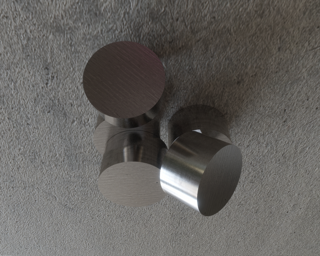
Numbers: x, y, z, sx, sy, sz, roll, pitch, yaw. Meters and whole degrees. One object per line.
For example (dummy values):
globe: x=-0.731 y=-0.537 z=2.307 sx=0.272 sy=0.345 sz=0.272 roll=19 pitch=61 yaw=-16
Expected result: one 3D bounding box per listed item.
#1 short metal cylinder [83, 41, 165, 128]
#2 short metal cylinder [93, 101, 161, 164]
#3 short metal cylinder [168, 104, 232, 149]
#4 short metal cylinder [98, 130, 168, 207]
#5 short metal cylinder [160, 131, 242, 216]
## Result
short metal cylinder: x=-0.035 y=-0.043 z=0.327 sx=0.081 sy=0.080 sz=0.050 roll=0 pitch=169 yaw=-1
short metal cylinder: x=-0.040 y=0.000 z=0.391 sx=0.081 sy=0.050 sz=0.079 roll=0 pitch=130 yaw=0
short metal cylinder: x=0.051 y=0.016 z=0.406 sx=0.081 sy=0.050 sz=0.079 roll=0 pitch=130 yaw=0
short metal cylinder: x=-0.029 y=0.049 z=0.367 sx=0.081 sy=0.050 sz=0.079 roll=0 pitch=130 yaw=0
short metal cylinder: x=0.046 y=0.048 z=0.339 sx=0.050 sy=0.080 sz=0.080 roll=21 pitch=145 yaw=41
